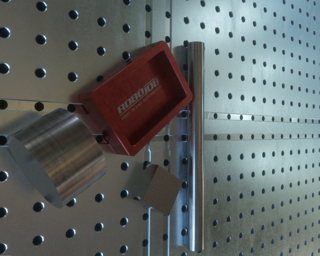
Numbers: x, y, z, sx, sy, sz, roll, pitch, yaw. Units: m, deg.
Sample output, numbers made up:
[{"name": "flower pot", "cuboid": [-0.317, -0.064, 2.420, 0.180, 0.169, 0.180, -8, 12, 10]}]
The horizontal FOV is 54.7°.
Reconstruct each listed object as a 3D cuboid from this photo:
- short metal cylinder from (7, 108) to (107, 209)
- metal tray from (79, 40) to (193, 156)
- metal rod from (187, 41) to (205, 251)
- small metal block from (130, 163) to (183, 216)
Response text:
[{"name": "short metal cylinder", "cuboid": [-0.097, 0.028, 0.292, 0.050, 0.080, 0.080, -38, 113, -34]}, {"name": "metal tray", "cuboid": [-0.023, -0.039, 0.386, 0.131, 0.030, 0.090, -44, 117, -31]}, {"name": "metal rod", "cuboid": [0.052, 0.026, 0.452, 0.025, 0.025, 0.298, 0, 90, -40]}, {"name": "small metal block", "cuboid": [-0.003, 0.081, 0.407, 0.050, 0.025, 0.050, 38, 67, -33]}]
